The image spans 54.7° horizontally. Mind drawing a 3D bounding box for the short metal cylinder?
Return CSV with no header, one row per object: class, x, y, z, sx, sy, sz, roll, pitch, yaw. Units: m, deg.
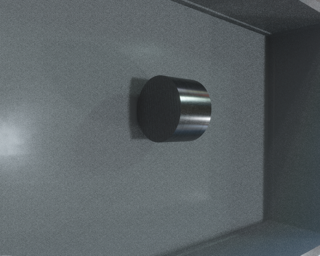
short metal cylinder,0.016,-0.023,0.383,0.050,0.080,0.079,0,90,-40
